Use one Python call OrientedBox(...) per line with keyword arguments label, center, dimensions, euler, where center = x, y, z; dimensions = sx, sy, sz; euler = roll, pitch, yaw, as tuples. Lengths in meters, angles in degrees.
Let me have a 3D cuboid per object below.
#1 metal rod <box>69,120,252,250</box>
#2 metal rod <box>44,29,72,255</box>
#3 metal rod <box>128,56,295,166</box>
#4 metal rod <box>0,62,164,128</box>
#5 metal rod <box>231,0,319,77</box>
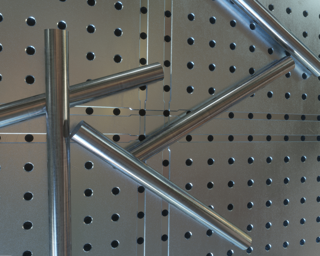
OrientedBox(label="metal rod", center=(0.017, 0.086, 0.401), dimensions=(0.301, 0.025, 0.025), euler=(38, 78, -24))
OrientedBox(label="metal rod", center=(-0.115, 0.043, 0.352), dimensions=(0.025, 0.025, 0.298), euler=(-1, 97, -20))
OrientedBox(label="metal rod", center=(0.079, -0.029, 0.443), dimensions=(0.302, 0.025, 0.025), euler=(-30, 100, -18))
OrientedBox(label="metal rod", center=(-0.135, -0.028, 0.363), dimensions=(0.302, 0.025, 0.025), euler=(-19, 97, -19))
OrientedBox(label="metal rod", center=(0.147, -0.175, 0.468), dimensions=(0.301, 0.025, 0.025), euler=(34, 79, -17))
